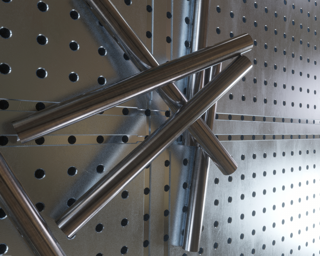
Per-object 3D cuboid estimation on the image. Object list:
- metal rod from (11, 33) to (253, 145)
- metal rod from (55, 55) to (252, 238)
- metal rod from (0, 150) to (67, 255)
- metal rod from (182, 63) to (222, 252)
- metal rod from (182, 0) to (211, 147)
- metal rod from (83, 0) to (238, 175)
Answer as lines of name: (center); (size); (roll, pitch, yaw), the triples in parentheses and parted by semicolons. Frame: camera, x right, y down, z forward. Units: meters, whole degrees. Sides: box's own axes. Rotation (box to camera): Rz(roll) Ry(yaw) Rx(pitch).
metal rod: (-0.011, -0.055, 0.354); (0.302, 0.025, 0.025); (-25, 107, -23)
metal rod: (0.005, 0.010, 0.368); (0.301, 0.025, 0.025); (-42, 116, -17)
metal rod: (-0.151, 0.037, 0.281); (0.025, 0.025, 0.299); (-36, 112, -34)
metal rod: (0.065, 0.027, 0.461); (0.025, 0.025, 0.299); (13, 82, -39)
metal rod: (0.057, -0.123, 0.454); (0.025, 0.025, 0.299); (9, 85, -40)
metal rod: (0.010, -0.047, 0.395); (0.300, 0.025, 0.025); (50, 61, -21)
